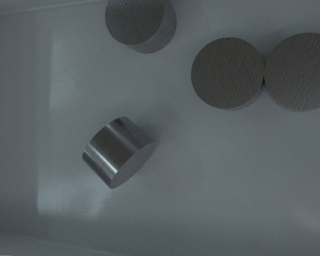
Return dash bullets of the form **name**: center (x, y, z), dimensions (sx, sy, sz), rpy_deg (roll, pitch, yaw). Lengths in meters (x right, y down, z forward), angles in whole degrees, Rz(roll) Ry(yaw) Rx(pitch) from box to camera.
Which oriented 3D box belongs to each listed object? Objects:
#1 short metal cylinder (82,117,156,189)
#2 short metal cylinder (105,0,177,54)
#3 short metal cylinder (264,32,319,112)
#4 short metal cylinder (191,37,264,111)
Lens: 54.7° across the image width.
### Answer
- **short metal cylinder**: center (-0.052, 0.032, 0.399), dimensions (0.050, 0.080, 0.080), rpy_deg (43, 103, 15)
- **short metal cylinder**: center (-0.024, -0.143, 0.406), dimensions (0.080, 0.050, 0.080), rpy_deg (0, 90, 20)
- **short metal cylinder**: center (0.158, -0.058, 0.341), dimensions (0.080, 0.050, 0.080), rpy_deg (0, 90, 19)
- **short metal cylinder**: center (0.082, -0.061, 0.368), dimensions (0.080, 0.050, 0.080), rpy_deg (0, 90, 20)
